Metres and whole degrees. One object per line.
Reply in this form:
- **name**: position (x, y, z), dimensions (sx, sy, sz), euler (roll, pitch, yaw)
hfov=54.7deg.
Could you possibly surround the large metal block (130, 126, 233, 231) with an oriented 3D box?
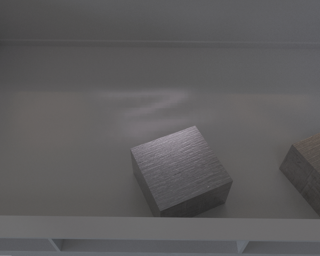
- **large metal block**: position (0.021, 0.054, 0.344), dimensions (0.081, 0.050, 0.080), euler (-19, 53, -15)

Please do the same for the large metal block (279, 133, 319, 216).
- **large metal block**: position (0.200, 0.049, 0.349), dimensions (0.081, 0.050, 0.080), euler (-20, 53, -16)
